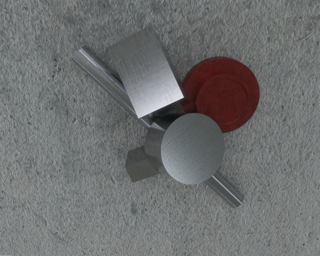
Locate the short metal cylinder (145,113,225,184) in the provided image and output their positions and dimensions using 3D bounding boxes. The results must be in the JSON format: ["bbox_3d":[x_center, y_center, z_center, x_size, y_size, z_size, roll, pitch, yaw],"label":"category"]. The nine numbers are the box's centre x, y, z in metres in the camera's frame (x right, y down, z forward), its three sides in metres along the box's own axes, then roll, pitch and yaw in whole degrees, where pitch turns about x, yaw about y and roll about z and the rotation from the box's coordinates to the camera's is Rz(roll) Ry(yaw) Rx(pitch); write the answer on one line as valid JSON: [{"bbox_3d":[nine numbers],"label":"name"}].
[{"bbox_3d":[0.028,0.022,0.366,0.081,0.050,0.079,-1,93,-23],"label":"short metal cylinder"}]

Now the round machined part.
[{"bbox_3d":[0.076,-0.038,0.388,0.099,0.042,0.097,0,110,-1],"label":"round machined part"}]

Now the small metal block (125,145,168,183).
[{"bbox_3d":[-0.017,0.043,0.414,0.050,0.050,0.025,-20,108,6],"label":"small metal block"}]

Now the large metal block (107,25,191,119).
[{"bbox_3d":[-0.008,-0.057,0.349,0.050,0.080,0.080,-25,86,10],"label":"large metal block"}]

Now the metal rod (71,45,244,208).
[{"bbox_3d":[0.007,0.007,0.414,0.025,0.025,0.300,-43,105,14],"label":"metal rod"}]
